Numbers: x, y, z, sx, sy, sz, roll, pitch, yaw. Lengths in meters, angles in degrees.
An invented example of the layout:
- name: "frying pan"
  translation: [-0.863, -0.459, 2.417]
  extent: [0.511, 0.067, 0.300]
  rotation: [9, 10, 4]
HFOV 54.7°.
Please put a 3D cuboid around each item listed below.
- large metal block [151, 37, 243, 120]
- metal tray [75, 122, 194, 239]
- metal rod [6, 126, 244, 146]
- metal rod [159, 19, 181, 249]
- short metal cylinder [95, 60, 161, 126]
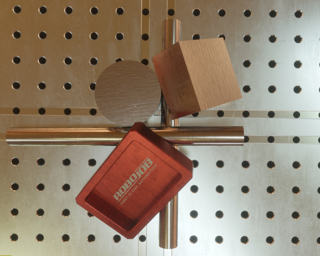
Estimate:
- name: "large metal block"
  translation: [0.047, -0.061, 0.381]
  extent: [0.081, 0.050, 0.080]
  rotation: [-18, 90, -40]
- name: "metal tray"
  translation: [-0.032, 0.068, 0.385]
  extent: [0.090, 0.030, 0.129]
  rotation: [38, 111, -6]
- name: "metal rod"
  translation: [-0.049, 0.011, 0.396]
  extent: [0.302, 0.025, 0.025]
  rotation: [0, 90, 7]
- name: "metal rod"
  translation: [0.013, 0.008, 0.413]
  extent: [0.025, 0.025, 0.298]
  rotation: [1, 90, 0]
- name: "short metal cylinder"
  translation: [-0.039, -0.043, 0.400]
  extent: [0.081, 0.050, 0.079]
  rotation: [0, 90, 0]
